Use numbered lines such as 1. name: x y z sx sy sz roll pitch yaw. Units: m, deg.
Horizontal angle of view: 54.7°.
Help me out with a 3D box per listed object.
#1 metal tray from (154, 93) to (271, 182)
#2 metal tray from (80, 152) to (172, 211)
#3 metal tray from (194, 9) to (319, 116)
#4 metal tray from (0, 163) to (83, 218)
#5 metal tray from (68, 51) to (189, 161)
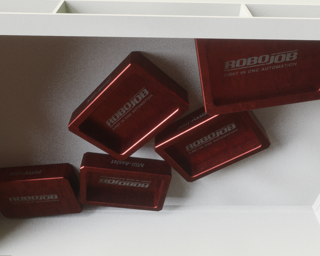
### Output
1. metal tray: 0.069 0.017 0.420 0.130 0.030 0.090 -29 125 22
2. metal tray: -0.054 0.085 0.477 0.131 0.030 0.089 7 130 -7
3. metal tray: 0.108 -0.068 0.330 0.131 0.030 0.089 -9 110 6
4. metal tray: -0.195 0.100 0.488 0.131 0.030 0.089 -5 130 3
5. metal tray: -0.040 -0.021 0.387 0.090 0.030 0.130 36 121 -27
